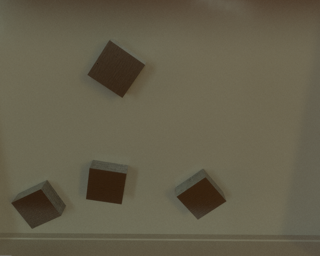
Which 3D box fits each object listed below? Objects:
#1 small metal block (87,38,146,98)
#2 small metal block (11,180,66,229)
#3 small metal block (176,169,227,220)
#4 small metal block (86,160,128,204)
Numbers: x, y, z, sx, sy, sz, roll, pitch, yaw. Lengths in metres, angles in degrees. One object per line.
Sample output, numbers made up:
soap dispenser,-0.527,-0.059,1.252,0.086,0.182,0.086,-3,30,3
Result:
small metal block,-0.053,-0.074,0.383,0.050,0.025,0.050,33,107,-12
small metal block,-0.175,0.111,0.451,0.050,0.025,0.050,-26,108,9
small metal block,0.059,0.096,0.447,0.050,0.025,0.050,-37,106,12
small metal block,-0.075,0.077,0.439,0.050,0.025,0.050,9,110,-4
